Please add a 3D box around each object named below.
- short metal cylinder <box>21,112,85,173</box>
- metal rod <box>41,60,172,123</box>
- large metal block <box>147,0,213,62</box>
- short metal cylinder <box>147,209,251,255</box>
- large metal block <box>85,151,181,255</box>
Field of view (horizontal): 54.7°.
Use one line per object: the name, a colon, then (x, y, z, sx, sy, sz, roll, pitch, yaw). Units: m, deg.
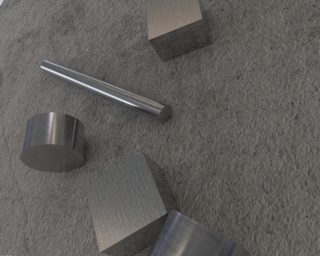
short metal cylinder: (-0.147, 0.022, 0.432, 0.080, 0.080, 0.050, -19, 55, 17)
metal rod: (-0.103, -0.068, 0.499, 0.300, 0.025, 0.025, 24, 75, 36)
large metal block: (0.028, -0.158, 0.470, 0.080, 0.050, 0.080, -16, 55, 18)
short metal cylinder: (0.034, 0.116, 0.280, 0.080, 0.080, 0.050, 19, 72, 35)
large metal block: (-0.029, 0.087, 0.348, 0.080, 0.050, 0.080, -33, 51, 8)
